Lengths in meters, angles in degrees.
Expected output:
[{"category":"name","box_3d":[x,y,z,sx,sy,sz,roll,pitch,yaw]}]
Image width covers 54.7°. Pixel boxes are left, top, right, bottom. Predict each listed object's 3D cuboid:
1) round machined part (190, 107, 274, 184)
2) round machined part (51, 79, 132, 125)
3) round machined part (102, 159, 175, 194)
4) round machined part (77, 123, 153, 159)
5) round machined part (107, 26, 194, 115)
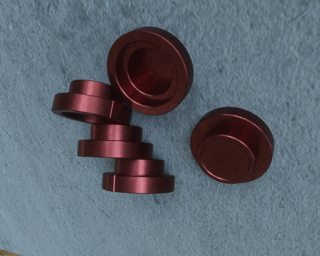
[{"category":"round machined part","box_3d":[0.082,0.028,0.369,0.098,0.042,0.097,13,124,20]},{"category":"round machined part","box_3d":[-0.083,-0.031,0.396,0.098,0.098,0.042,5,81,25]},{"category":"round machined part","box_3d":[-0.029,0.063,0.424,0.098,0.098,0.042,-1,84,28]},{"category":"round machined part","box_3d":[-0.058,0.019,0.412,0.098,0.098,0.042,-1,84,28]},{"category":"round machined part","box_3d":[-0.008,-0.067,0.356,0.098,0.042,0.097,12,123,20]}]
